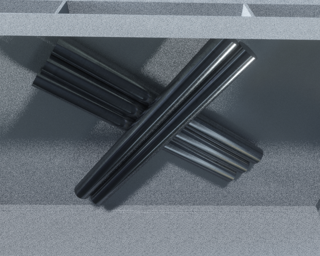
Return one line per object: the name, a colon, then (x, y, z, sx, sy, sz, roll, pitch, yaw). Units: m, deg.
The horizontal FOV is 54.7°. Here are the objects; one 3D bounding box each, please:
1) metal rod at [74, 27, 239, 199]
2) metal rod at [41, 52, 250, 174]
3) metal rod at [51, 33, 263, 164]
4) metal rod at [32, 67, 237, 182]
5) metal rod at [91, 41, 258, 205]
metal rod: (-0.023, 0.002, 0.376, 0.025, 0.025, 0.299, 30, 124, -23)
metal rod: (-0.002, -0.009, 0.399, 0.301, 0.025, 0.025, 28, 125, -22)
metal rod: (0.014, -0.025, 0.386, 0.301, 0.025, 0.025, 28, 125, -22)
metal rod: (-0.017, 0.005, 0.411, 0.301, 0.025, 0.025, 28, 125, -22)
metal rod: (-0.002, 0.013, 0.385, 0.025, 0.025, 0.299, 30, 124, -23)
